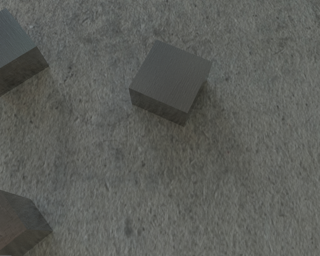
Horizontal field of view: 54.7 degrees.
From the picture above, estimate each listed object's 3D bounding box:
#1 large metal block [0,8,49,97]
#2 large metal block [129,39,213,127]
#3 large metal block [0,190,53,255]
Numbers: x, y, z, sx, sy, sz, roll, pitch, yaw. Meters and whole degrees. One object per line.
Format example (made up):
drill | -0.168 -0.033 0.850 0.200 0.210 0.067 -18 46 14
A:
large metal block | -0.218 -0.105 0.430 0.080 0.050 0.080 -37 75 -13
large metal block | 0.014 -0.059 0.417 0.080 0.050 0.080 24 72 8
large metal block | -0.176 0.118 0.334 0.080 0.080 0.050 -38 75 -13
